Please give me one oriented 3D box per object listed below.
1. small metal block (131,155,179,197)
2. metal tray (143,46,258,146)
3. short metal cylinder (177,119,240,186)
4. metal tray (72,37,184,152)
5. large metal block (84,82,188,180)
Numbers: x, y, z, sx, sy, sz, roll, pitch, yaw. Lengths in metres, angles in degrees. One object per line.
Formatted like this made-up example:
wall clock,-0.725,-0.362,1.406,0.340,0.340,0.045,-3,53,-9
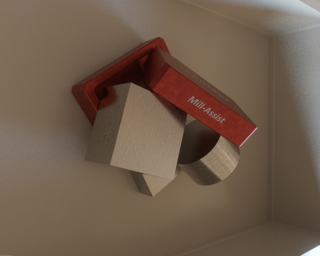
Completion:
small metal block,-0.009,0.052,0.399,0.050,0.025,0.050,-36,112,-34
metal tray,0.044,-0.039,0.363,0.131,0.090,0.030,31,108,-21
short metal cylinder,0.061,0.031,0.423,0.050,0.080,0.080,47,62,-30
metal tray,-0.029,-0.043,0.378,0.131,0.030,0.090,-41,115,-32
large metal block,-0.023,0.006,0.329,0.080,0.050,0.080,21,77,-38
